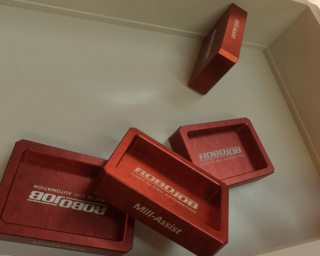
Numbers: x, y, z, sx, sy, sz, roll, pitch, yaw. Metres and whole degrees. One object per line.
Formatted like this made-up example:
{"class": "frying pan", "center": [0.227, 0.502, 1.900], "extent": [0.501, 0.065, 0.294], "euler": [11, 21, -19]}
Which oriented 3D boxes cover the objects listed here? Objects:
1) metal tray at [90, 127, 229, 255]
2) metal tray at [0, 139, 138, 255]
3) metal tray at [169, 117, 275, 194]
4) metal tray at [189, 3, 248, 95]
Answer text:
{"class": "metal tray", "center": [0.007, 0.061, 0.314], "extent": [0.130, 0.030, 0.090], "euler": [32, 28, -4]}
{"class": "metal tray", "center": [-0.089, 0.071, 0.310], "extent": [0.131, 0.030, 0.090], "euler": [17, 55, -19]}
{"class": "metal tray", "center": [0.086, 0.037, 0.426], "extent": [0.131, 0.030, 0.090], "euler": [-8, 66, -32]}
{"class": "metal tray", "center": [0.092, -0.125, 0.489], "extent": [0.030, 0.090, 0.130], "euler": [28, 52, -11]}
